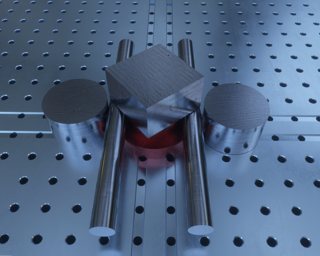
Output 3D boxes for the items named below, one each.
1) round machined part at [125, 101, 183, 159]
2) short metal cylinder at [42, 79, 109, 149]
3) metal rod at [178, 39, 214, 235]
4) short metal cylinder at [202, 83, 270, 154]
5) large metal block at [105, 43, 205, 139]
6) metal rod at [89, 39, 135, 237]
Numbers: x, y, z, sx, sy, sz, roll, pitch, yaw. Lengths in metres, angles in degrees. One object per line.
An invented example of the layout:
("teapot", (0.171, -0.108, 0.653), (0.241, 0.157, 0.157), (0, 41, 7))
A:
("round machined part", (-0.007, -0.011, 0.406), (0.099, 0.042, 0.098), (0, 50, 0))
("short metal cylinder", (-0.107, -0.019, 0.407), (0.080, 0.050, 0.080), (0, 50, 0))
("metal rod", (0.040, -0.016, 0.394), (0.025, 0.025, 0.300), (0, 50, 0))
("short metal cylinder", (0.095, -0.013, 0.402), (0.080, 0.050, 0.080), (0, 50, 0))
("large metal block", (-0.007, -0.047, 0.369), (0.081, 0.050, 0.080), (-31, 57, -24))
("metal rod", (-0.054, -0.015, 0.393), (0.025, 0.025, 0.300), (0, 50, 0))
